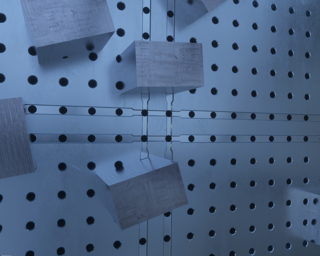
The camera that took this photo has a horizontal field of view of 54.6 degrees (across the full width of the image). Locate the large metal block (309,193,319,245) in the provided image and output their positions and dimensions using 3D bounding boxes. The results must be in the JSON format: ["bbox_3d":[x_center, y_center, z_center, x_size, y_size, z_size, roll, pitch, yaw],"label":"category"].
[{"bbox_3d":[0.298,0.151,0.509,0.081,0.050,0.080,4,89,-20],"label":"large metal block"}]

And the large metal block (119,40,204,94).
[{"bbox_3d":[-0.001,-0.071,0.383,0.081,0.080,0.050,-3,91,-20],"label":"large metal block"}]

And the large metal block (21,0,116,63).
[{"bbox_3d":[-0.103,-0.113,0.345,0.081,0.080,0.050,-19,97,-19],"label":"large metal block"}]

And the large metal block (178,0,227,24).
[{"bbox_3d":[0.062,-0.204,0.421,0.080,0.050,0.080,-38,102,-16],"label":"large metal block"}]

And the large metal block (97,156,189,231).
[{"bbox_3d":[-0.024,0.073,0.375,0.081,0.080,0.050,-17,96,-19],"label":"large metal block"}]

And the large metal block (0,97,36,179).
[{"bbox_3d":[-0.183,0.013,0.332,0.081,0.050,0.080,-10,93,-20],"label":"large metal block"}]
